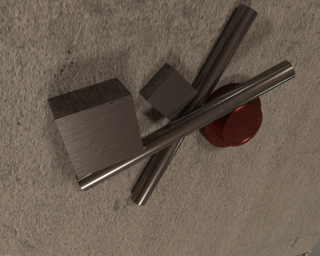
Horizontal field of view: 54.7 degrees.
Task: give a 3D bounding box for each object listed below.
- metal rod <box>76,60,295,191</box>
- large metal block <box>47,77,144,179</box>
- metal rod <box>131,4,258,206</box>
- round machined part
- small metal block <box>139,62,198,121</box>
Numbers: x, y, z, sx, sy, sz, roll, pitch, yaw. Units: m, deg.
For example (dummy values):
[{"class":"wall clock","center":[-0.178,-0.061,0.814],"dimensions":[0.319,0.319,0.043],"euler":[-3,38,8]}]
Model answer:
[{"class":"metal rod","center":[0.031,-0.002,0.394],"dimensions":[0.301,0.025,0.025],"euler":[-29,129,1]},{"class":"large metal block","center":[-0.071,-0.001,0.352],"dimensions":[0.081,0.050,0.079],"euler":[-21,127,-16]},{"class":"metal rod","center":[0.038,-0.020,0.417],"dimensions":[0.025,0.025,0.298],"euler":[18,109,-36]},{"class":"round machined part","center":[0.108,-0.012,0.450],"dimensions":[0.099,0.042,0.097],"euler":[-14,125,-21]},{"class":"small metal block","center":[0.011,-0.044,0.387],"dimensions":[0.050,0.025,0.050],"euler":[-47,130,5]}]
